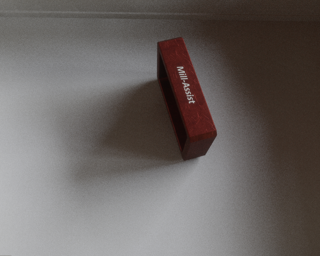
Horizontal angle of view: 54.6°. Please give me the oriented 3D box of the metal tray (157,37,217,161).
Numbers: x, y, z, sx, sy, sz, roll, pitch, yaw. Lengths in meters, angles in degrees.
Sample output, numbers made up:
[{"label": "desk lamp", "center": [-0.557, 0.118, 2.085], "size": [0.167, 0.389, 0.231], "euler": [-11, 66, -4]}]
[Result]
[{"label": "metal tray", "center": [0.028, -0.033, 0.385], "size": [0.030, 0.090, 0.130], "euler": [-15, 71, -6]}]
